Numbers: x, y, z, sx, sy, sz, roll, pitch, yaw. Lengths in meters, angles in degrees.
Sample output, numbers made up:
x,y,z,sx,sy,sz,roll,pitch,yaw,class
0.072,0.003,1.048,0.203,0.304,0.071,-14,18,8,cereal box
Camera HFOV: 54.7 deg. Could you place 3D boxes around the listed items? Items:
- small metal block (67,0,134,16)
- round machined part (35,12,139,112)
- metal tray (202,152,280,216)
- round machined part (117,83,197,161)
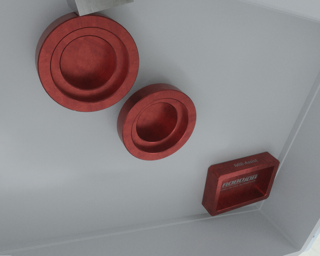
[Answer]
x,y,z,sx,sy,sz,roll,pitch,yaw,class
-0.059,-0.126,0.283,0.050,0.050,0.025,-22,127,-16,small metal block
-0.075,-0.069,0.315,0.099,0.042,0.097,-14,125,-21,round machined part
0.142,0.098,0.546,0.131,0.030,0.089,-10,123,-24,metal tray
-0.007,-0.011,0.388,0.099,0.042,0.097,-14,125,-21,round machined part
